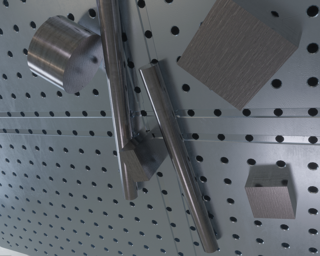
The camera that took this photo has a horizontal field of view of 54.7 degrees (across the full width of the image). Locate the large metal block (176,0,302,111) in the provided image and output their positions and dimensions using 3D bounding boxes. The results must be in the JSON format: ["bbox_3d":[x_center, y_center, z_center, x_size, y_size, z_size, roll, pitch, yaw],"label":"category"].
[{"bbox_3d":[0.077,-0.078,0.306,0.080,0.050,0.080,37,129,3],"label":"large metal block"}]

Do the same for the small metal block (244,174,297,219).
[{"bbox_3d":[0.140,0.087,0.391,0.050,0.025,0.050,-8,115,31],"label":"small metal block"}]

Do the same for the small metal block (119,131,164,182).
[{"bbox_3d":[-0.024,0.040,0.432,0.025,0.050,0.050,-12,113,33],"label":"small metal block"}]

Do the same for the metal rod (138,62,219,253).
[{"bbox_3d":[0.033,0.056,0.428,0.025,0.025,0.298,-6,116,31],"label":"metal rod"}]

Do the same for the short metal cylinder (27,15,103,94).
[{"bbox_3d":[-0.113,-0.089,0.380,0.050,0.080,0.079,31,128,8],"label":"short metal cylinder"}]

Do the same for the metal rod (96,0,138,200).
[{"bbox_3d":[-0.054,-0.019,0.427,0.025,0.025,0.298,11,123,22],"label":"metal rod"}]
